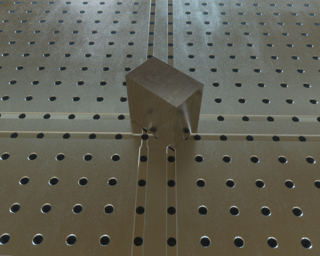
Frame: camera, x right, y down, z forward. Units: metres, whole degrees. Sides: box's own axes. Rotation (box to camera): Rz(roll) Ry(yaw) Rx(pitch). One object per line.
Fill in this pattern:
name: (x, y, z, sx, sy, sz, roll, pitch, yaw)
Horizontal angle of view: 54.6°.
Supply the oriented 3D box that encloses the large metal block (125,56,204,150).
large metal block: (0.005, -0.032, 0.399, 0.080, 0.080, 0.050, 34, 58, 25)
